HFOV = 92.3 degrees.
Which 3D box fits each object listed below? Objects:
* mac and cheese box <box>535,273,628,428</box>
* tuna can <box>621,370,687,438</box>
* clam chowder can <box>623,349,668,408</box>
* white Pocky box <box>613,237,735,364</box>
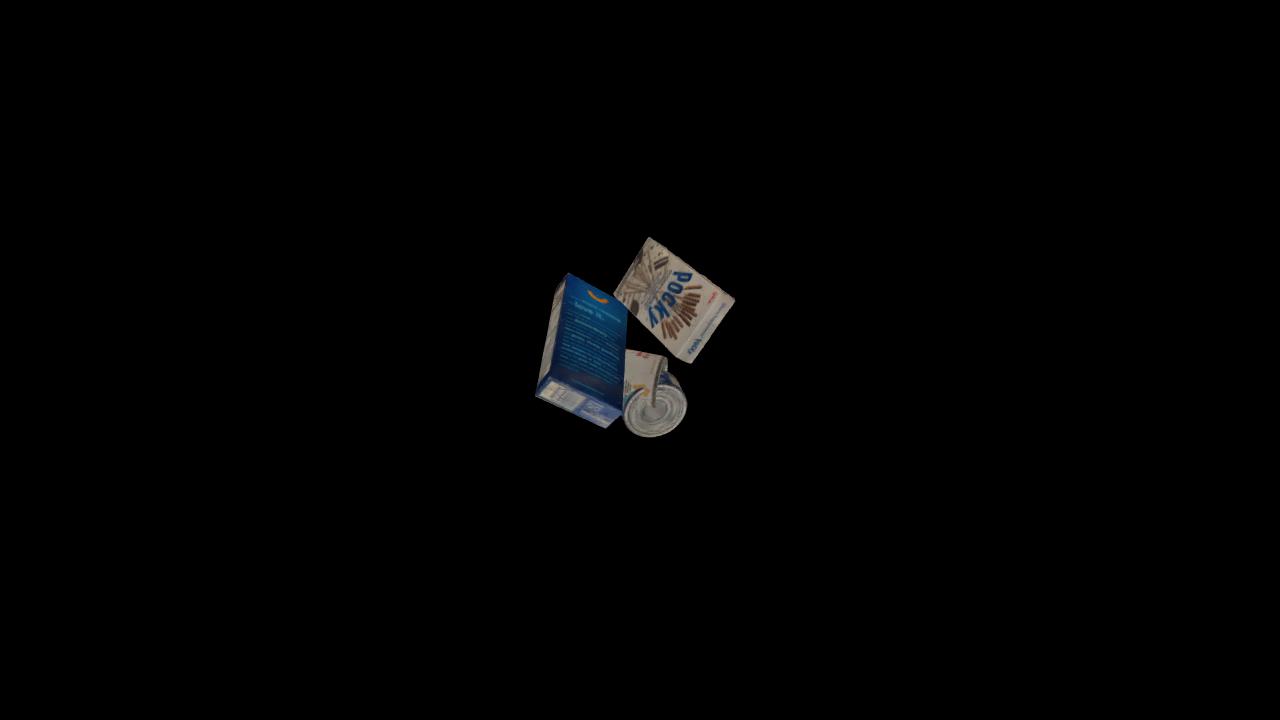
[{"bbox_3d":[-0.063,-0.016,0.718,0.093,0.184,0.041,26,-51,-21],"label":"mac and cheese box"},{"bbox_3d":[0.015,0.055,0.766,0.084,0.084,0.034,0,31,-16],"label":"tuna can"},{"bbox_3d":[-0.022,0.019,0.768,0.102,0.068,0.068,12,2,11],"label":"clam chowder can"},{"bbox_3d":[0.032,-0.069,0.676,0.028,0.084,0.154,23,17,-40],"label":"white Pocky box"}]
